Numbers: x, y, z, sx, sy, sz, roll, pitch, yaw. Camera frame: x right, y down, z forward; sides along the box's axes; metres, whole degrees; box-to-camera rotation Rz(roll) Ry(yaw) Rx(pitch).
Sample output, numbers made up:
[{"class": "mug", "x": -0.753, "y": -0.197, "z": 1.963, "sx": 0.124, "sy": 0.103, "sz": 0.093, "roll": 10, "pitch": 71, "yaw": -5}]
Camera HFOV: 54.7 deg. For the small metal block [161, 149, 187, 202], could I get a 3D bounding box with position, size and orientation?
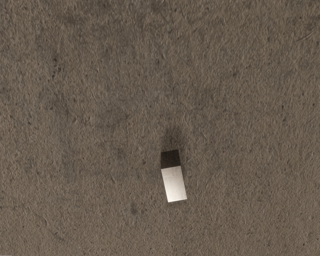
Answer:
[{"class": "small metal block", "x": 0.018, "y": 0.064, "z": 0.420, "sx": 0.025, "sy": 0.050, "sz": 0.050, "roll": -10, "pitch": 110, "yaw": 3}]
